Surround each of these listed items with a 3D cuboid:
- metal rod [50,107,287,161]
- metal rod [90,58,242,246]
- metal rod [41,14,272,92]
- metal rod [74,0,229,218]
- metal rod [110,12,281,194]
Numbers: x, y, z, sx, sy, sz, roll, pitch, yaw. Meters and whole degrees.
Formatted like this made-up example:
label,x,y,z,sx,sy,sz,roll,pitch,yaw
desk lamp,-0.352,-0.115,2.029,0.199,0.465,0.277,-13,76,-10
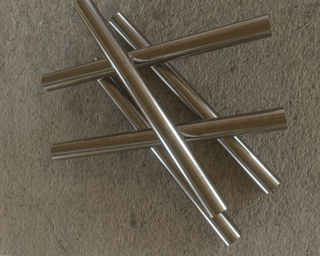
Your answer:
label,x,y,z,sx,sy,sz,roll,pitch,yaw
metal rod,-0.004,0.011,0.385,0.301,0.025,0.025,-9,87,19
metal rod,-0.002,0.022,0.409,0.025,0.025,0.300,-42,77,15
metal rod,-0.019,-0.089,0.390,0.301,0.025,0.025,-10,87,19
metal rod,-0.016,-0.033,0.362,0.025,0.025,0.299,-36,79,16
metal rod,0.036,-0.040,0.396,0.025,0.025,0.300,-44,77,14
